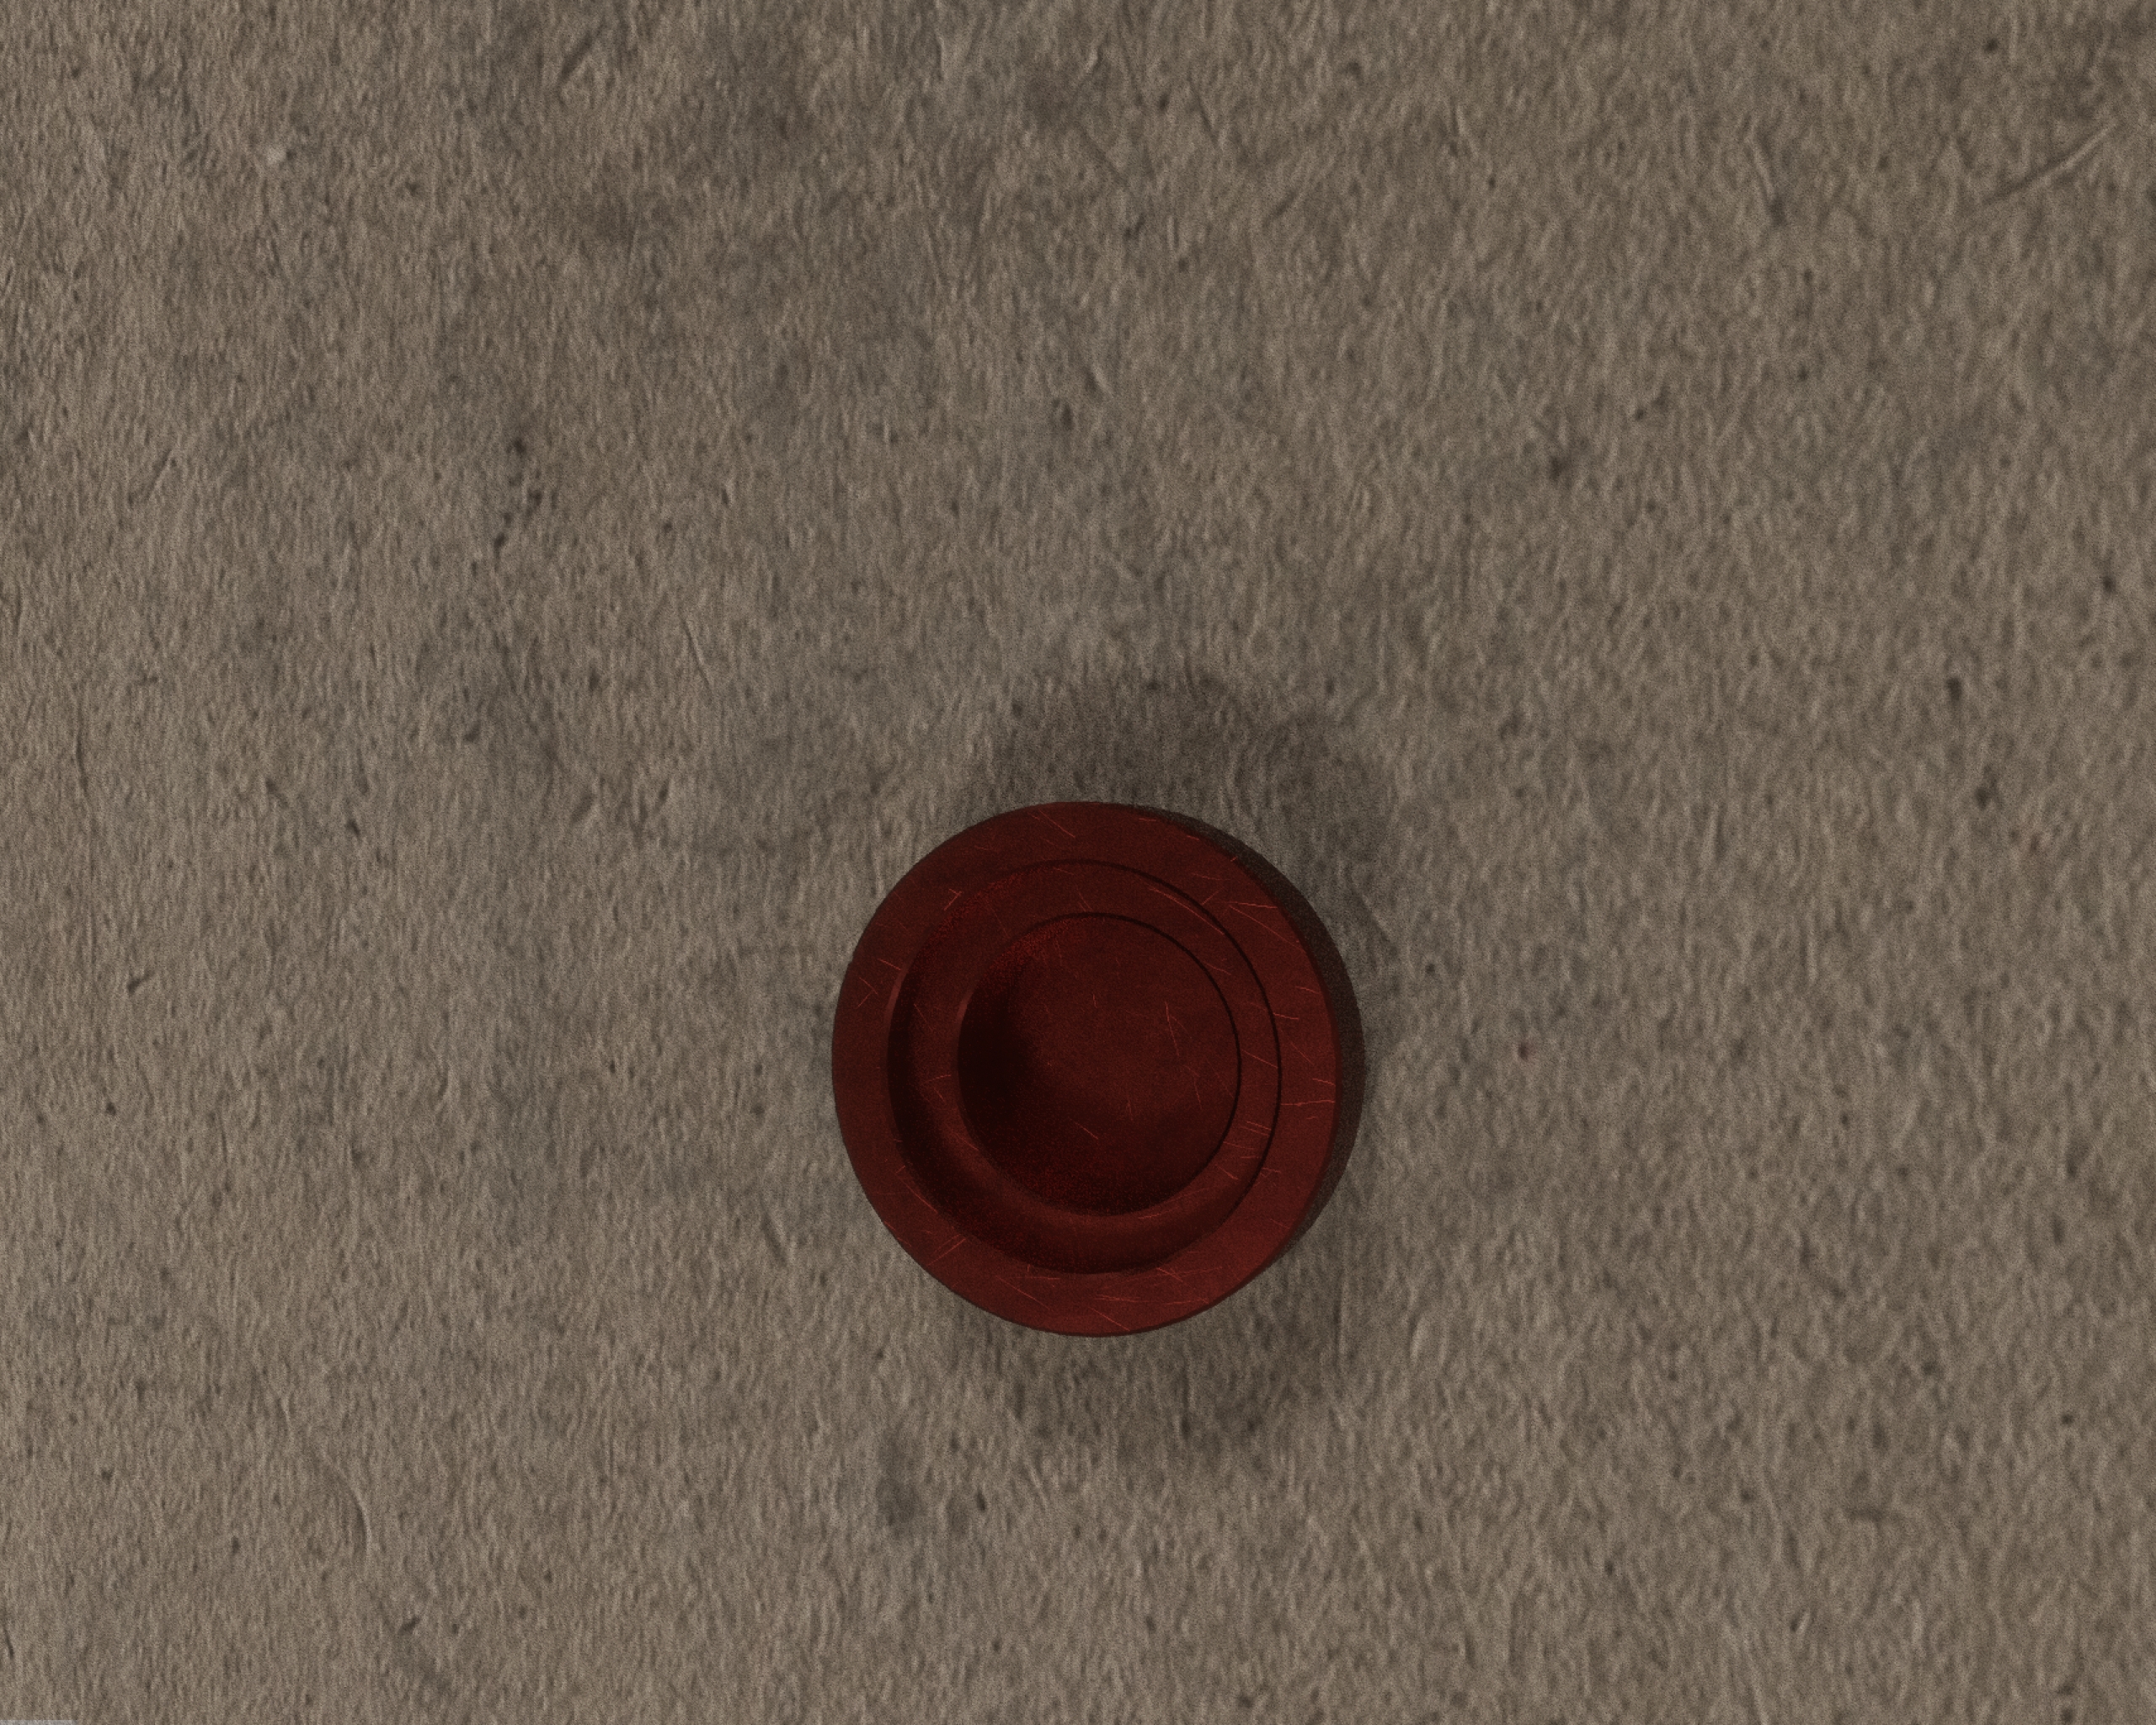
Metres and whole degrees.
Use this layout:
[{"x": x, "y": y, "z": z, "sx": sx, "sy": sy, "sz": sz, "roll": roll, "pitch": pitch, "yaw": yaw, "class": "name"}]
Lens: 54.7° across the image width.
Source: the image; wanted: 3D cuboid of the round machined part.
[{"x": 0.006, "y": 0.037, "z": 0.398, "sx": 0.098, "sy": 0.042, "sz": 0.097, "roll": 0, "pitch": 90, "yaw": 19, "class": "round machined part"}]
